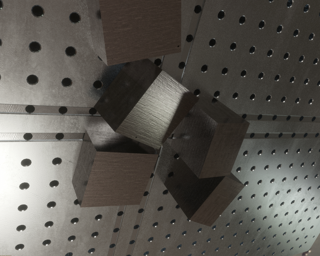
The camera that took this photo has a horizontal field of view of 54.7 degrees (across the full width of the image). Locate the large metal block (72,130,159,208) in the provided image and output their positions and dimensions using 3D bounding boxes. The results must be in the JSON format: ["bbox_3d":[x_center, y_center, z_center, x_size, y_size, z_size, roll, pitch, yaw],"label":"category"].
[{"bbox_3d":[-0.059,0.052,0.396,0.081,0.050,0.079,6,115,-32],"label":"large metal block"}]

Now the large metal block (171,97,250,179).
[{"bbox_3d":[0.063,0.010,0.419,0.050,0.080,0.079,0,119,-29],"label":"large metal block"}]

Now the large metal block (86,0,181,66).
[{"bbox_3d":[-0.026,-0.115,0.311,0.081,0.050,0.079,-16,125,-20],"label":"large metal block"}]

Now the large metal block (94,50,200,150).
[{"bbox_3d":[-0.014,-0.029,0.360,0.080,0.050,0.080,-52,142,9],"label":"large metal block"}]

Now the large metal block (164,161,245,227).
[{"bbox_3d":[0.064,0.086,0.466,0.050,0.080,0.080,30,102,-38],"label":"large metal block"}]
